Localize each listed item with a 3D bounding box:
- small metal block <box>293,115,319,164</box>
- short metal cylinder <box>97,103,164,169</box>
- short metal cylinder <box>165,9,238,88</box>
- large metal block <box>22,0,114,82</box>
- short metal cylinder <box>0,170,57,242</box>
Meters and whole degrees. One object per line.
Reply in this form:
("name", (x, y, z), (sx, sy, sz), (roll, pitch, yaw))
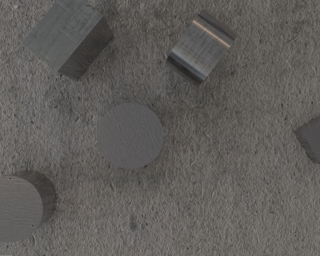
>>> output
("small metal block", (0.216, 0.013, 0.412), (0.050, 0.025, 0.050), (-32, 90, 0))
("short metal cylinder", (-0.036, 0.009, 0.397), (0.081, 0.050, 0.079), (0, 90, 0))
("short metal cylinder", (0.051, -0.097, 0.383), (0.050, 0.080, 0.080), (37, 90, 0))
("large metal block", (-0.107, -0.109, 0.381), (0.050, 0.080, 0.080), (39, 90, 0))
("short metal cylinder", (-0.181, 0.097, 0.396), (0.081, 0.050, 0.079), (0, 90, 0))
